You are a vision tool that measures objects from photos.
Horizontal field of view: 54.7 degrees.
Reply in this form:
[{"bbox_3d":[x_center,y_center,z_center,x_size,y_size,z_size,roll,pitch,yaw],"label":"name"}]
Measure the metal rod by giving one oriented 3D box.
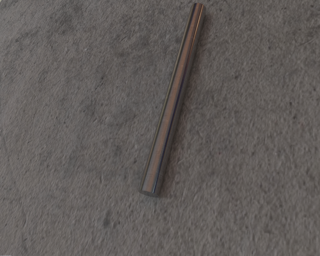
[{"bbox_3d":[0.023,-0.054,0.423,0.025,0.025,0.300,2,62,28],"label":"metal rod"}]
